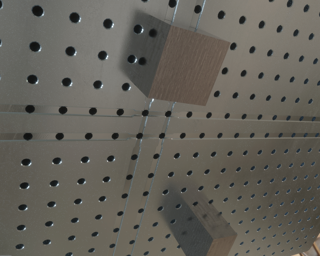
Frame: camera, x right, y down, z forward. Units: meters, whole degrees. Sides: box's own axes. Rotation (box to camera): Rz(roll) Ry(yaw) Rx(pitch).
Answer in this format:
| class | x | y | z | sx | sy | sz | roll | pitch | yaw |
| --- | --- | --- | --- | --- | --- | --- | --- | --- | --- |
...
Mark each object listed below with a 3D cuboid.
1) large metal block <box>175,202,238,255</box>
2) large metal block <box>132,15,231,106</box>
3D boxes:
| class | x | y | z | sx | sy | sz | roll | pitch | yaw |
| --- | --- | --- | --- | --- | --- | --- | --- | --- | --- |
| large metal block | 0.077 | 0.189 | 0.537 | 0.050 | 0.080 | 0.079 | 2 | 118 | -30 |
| large metal block | 0.023 | -0.076 | 0.362 | 0.081 | 0.050 | 0.079 | 5 | 116 | -31 |
